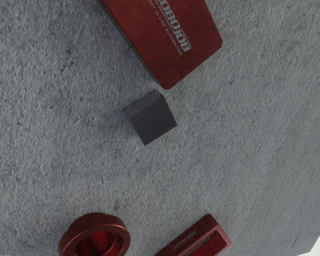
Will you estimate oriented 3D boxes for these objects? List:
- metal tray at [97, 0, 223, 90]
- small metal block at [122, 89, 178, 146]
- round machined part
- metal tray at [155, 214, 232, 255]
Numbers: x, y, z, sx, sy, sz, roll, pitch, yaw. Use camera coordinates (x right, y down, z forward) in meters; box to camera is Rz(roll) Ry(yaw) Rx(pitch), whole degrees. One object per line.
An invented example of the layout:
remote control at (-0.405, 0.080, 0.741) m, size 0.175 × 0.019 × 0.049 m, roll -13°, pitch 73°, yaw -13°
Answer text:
metal tray at (0.005, -0.116, 0.336) m, size 0.090 × 0.030 × 0.130 m, roll -40°, pitch 130°, yaw -2°
small metal block at (-0.012, -0.013, 0.393) m, size 0.050 × 0.025 × 0.050 m, roll -33°, pitch 129°, yaw -7°
round machined part at (-0.096, 0.161, 0.444) m, size 0.099 × 0.042 × 0.097 m, roll -14°, pitch 125°, yaw -21°
metal tray at (0.064, 0.229, 0.582) m, size 0.130 × 0.030 × 0.090 m, roll -37°, pitch 130°, yaw -4°
